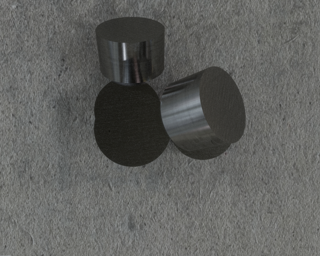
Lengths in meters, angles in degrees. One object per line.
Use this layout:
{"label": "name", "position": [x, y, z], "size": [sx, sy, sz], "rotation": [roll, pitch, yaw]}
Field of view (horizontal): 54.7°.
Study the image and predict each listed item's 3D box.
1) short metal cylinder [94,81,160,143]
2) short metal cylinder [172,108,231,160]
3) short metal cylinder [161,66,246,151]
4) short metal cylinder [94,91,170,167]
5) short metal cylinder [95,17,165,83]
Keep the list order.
{"label": "short metal cylinder", "position": [-0.039, -0.022, 0.398], "size": [0.081, 0.050, 0.079], "rotation": [0, 90, -1]}
{"label": "short metal cylinder", "position": [0.052, -0.001, 0.399], "size": [0.081, 0.050, 0.079], "rotation": [0, 90, -1]}
{"label": "short metal cylinder", "position": [0.047, -0.019, 0.327], "size": [0.050, 0.081, 0.080], "rotation": [-17, 90, 42]}
{"label": "short metal cylinder", "position": [-0.029, 0.001, 0.348], "size": [0.081, 0.050, 0.079], "rotation": [0, 90, -1]}
{"label": "short metal cylinder", "position": [-0.035, -0.097, 0.377], "size": [0.081, 0.080, 0.050], "rotation": [0, 129, -1]}
